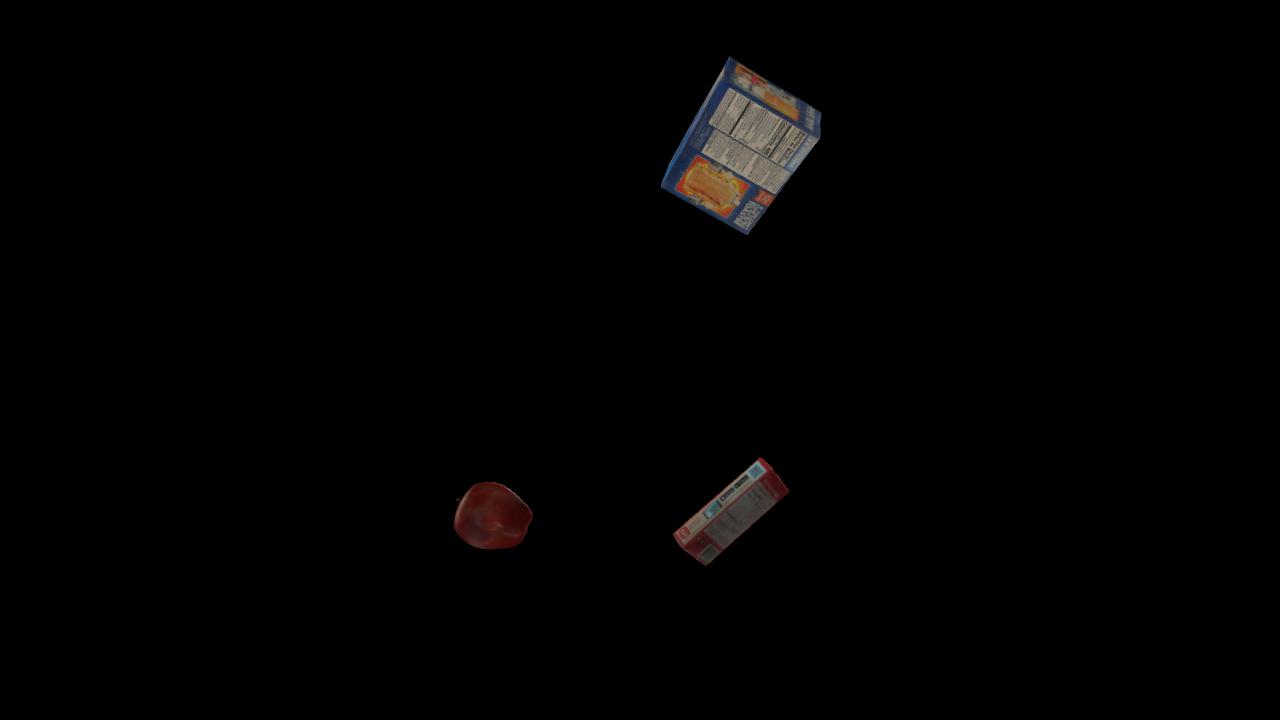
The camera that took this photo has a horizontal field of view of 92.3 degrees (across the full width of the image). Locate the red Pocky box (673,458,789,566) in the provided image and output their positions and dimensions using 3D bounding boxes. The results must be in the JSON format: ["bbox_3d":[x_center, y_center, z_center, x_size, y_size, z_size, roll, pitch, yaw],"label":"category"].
[{"bbox_3d":[0.123,0.203,0.817,0.028,0.155,0.083,48,-1,45],"label":"red Pocky box"}]

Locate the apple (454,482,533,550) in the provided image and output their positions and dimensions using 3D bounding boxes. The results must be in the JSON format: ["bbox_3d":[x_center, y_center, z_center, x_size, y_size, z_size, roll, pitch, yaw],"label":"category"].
[{"bbox_3d":[-0.179,0.189,0.744,0.093,0.079,0.079,24,-3,-8],"label":"apple"}]

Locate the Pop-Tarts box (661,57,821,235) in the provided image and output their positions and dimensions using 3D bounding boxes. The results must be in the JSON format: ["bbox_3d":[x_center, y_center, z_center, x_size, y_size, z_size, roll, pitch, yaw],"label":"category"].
[{"bbox_3d":[0.130,-0.276,0.808,0.141,0.083,0.167,27,-43,-8],"label":"Pop-Tarts box"}]
